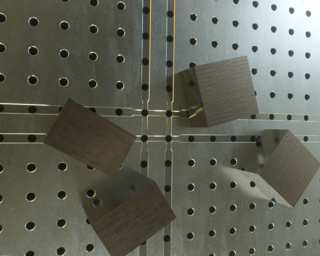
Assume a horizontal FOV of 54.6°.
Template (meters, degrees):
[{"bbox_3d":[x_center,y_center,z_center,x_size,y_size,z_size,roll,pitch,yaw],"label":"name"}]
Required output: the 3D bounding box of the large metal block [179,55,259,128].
[{"bbox_3d":[0.081,-0.049,0.429,0.081,0.050,0.080,-15,95,-19],"label":"large metal block"}]

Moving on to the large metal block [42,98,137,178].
[{"bbox_3d":[-0.083,0.011,0.353,0.080,0.080,0.050,31,80,-18],"label":"large metal block"}]

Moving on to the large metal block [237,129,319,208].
[{"bbox_3d":[0.178,0.058,0.465,0.080,0.050,0.080,42,77,-15],"label":"large metal block"}]

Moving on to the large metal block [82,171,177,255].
[{"bbox_3d":[-0.040,0.099,0.369,0.080,0.080,0.050,-32,101,-17],"label":"large metal block"}]
